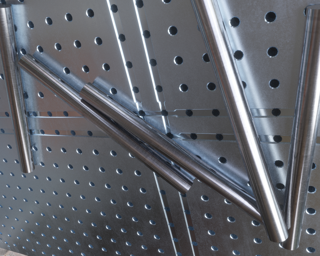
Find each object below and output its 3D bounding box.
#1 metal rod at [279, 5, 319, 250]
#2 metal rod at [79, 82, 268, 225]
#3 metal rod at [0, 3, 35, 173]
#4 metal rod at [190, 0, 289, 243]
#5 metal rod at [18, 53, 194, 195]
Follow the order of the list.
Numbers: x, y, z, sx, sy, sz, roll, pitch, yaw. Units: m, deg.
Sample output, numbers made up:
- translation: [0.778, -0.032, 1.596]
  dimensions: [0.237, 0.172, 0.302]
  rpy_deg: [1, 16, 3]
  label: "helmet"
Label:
- translation: [0.157, 0.024, 0.342]
  dimensions: [0.025, 0.025, 0.298]
  rpy_deg: [7, 122, 24]
  label: "metal rod"
- translation: [0.019, 0.032, 0.419]
  dimensions: [0.301, 0.025, 0.025]
  rpy_deg: [35, 129, 4]
  label: "metal rod"
- translation: [-0.233, -0.044, 0.503]
  dimensions: [0.025, 0.025, 0.298]
  rpy_deg: [20, 126, 16]
  label: "metal rod"
- translation: [0.095, 0.001, 0.347]
  dimensions: [0.025, 0.025, 0.298]
  rpy_deg: [-11, 109, 32]
  label: "metal rod"
- translation: [-0.078, -0.007, 0.446]
  dimensions: [0.300, 0.025, 0.025]
  rpy_deg: [38, 129, 2]
  label: "metal rod"
